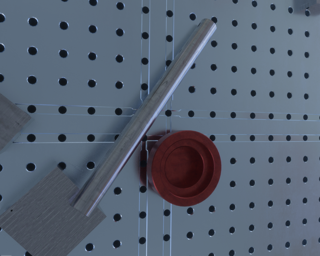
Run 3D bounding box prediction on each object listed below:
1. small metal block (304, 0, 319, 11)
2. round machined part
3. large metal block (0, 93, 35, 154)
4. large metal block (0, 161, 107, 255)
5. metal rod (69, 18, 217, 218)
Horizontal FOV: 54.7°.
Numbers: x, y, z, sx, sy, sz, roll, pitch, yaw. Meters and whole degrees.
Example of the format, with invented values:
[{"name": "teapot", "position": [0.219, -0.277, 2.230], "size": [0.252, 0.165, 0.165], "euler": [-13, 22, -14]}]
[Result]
[{"name": "small metal block", "position": [0.267, -0.223, 0.511], "size": [0.050, 0.025, 0.050], "euler": [-2, 91, -20]}, {"name": "round machined part", "position": [0.029, 0.052, 0.414], "size": [0.099, 0.042, 0.097], "euler": [0, 90, -20]}, {"name": "large metal block", "position": [-0.180, -0.017, 0.317], "size": [0.080, 0.080, 0.050], "euler": [42, 77, -15]}, {"name": "large metal block", "position": [-0.122, 0.097, 0.354], "size": [0.080, 0.050, 0.080], "euler": [-43, 104, -15]}, {"name": "metal rod", "position": [-0.008, -0.028, 0.381], "size": [0.025, 0.025, 0.300], "euler": [40, 67, -16]}]
